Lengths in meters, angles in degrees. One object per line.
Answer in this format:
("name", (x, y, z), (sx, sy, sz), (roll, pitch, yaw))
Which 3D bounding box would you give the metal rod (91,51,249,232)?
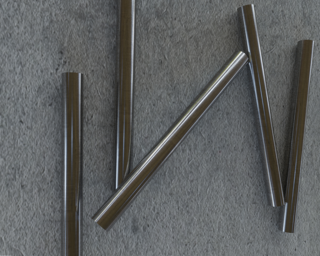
("metal rod", (0.025, 0.004, 0.401), (0.025, 0.025, 0.301), (47, 69, -14))

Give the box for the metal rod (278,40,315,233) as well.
("metal rod", (0.215, 0.011, 0.487), (0.025, 0.025, 0.298), (8, 87, -20))

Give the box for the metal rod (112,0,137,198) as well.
("metal rod", (-0.045, -0.055, 0.392), (0.025, 0.025, 0.298), (1, 90, -20))

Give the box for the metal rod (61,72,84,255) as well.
("metal rod", (-0.105, 0.085, 0.370), (0.025, 0.025, 0.298), (0, 90, -20))

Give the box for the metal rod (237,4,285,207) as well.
("metal rod", (0.152, -0.031, 0.464), (0.025, 0.025, 0.298), (-12, 94, -20))
